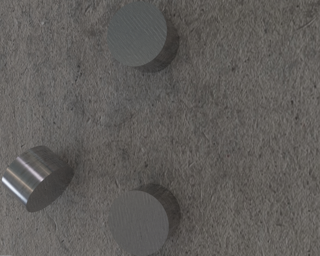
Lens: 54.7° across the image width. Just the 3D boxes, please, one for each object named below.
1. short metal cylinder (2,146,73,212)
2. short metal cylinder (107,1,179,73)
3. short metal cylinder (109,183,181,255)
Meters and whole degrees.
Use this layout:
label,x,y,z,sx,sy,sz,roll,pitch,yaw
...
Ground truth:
label,x,y,z,sx,sy,sz,roll,pitch,yaw
short metal cylinder,-0.172,0.072,0.440,0.050,0.080,0.080,37,102,16
short metal cylinder,-0.021,-0.115,0.403,0.080,0.050,0.080,0,90,20
short metal cylinder,-0.019,0.116,0.402,0.080,0.050,0.080,0,90,20
